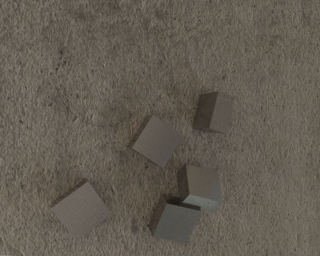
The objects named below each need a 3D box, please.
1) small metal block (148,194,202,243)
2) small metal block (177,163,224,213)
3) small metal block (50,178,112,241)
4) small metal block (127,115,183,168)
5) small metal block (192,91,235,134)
[{"bbox_3d":[0.019,0.120,0.409,0.050,0.025,0.050,18,102,-19],"label":"small metal block"},{"bbox_3d":[0.053,0.080,0.414,0.050,0.025,0.050,18,40,-19],"label":"small metal block"},{"bbox_3d":[-0.095,0.097,0.374,0.050,0.025,0.050,-36,102,-16],"label":"small metal block"},{"bbox_3d":[-0.006,0.018,0.407,0.050,0.025,0.050,35,79,-17],"label":"small metal block"},{"bbox_3d":[0.071,-0.020,0.422,0.025,0.050,0.050,17,85,-19],"label":"small metal block"}]
